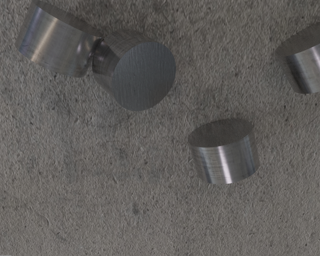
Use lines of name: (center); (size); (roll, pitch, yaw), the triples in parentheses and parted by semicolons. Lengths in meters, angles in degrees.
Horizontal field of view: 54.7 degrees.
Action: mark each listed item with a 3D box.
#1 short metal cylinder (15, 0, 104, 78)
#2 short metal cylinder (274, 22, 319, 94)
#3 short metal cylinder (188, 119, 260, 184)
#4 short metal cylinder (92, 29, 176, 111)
short metal cylinder: (-0.110, -0.098, 0.343); (0.080, 0.080, 0.050); (28, 108, -10)
short metal cylinder: (0.180, -0.082, 0.352); (0.080, 0.080, 0.050); (-31, 107, 11)
short metal cylinder: (0.080, 0.027, 0.391); (0.080, 0.080, 0.050); (-15, 110, 5)
short metal cylinder: (-0.029, -0.066, 0.352); (0.081, 0.050, 0.079); (-21, 131, -26)
